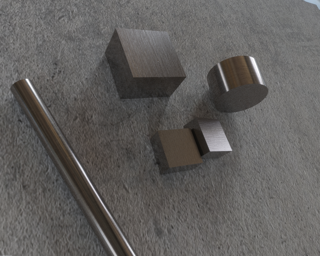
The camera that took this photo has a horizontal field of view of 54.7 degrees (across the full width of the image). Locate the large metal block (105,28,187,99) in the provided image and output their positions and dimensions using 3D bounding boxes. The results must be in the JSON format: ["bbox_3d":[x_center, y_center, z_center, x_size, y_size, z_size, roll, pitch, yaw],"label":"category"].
[{"bbox_3d":[-0.022,-0.089,0.432,0.081,0.050,0.080,-6,65,-31],"label":"large metal block"}]

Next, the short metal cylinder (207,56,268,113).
[{"bbox_3d":[0.117,-0.065,0.474,0.081,0.080,0.050,3,61,-27],"label":"short metal cylinder"}]

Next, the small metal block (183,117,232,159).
[{"bbox_3d":[0.066,0.014,0.425,0.050,0.025,0.050,3,59,-44],"label":"small metal block"}]

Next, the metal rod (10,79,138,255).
[{"bbox_3d":[-0.073,0.074,0.320,0.025,0.025,0.299,-26,76,-37],"label":"metal rod"}]

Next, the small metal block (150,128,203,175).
[{"bbox_3d":[0.021,0.029,0.399,0.050,0.025,0.050,-4,64,-30],"label":"small metal block"}]
